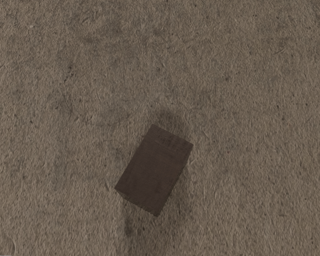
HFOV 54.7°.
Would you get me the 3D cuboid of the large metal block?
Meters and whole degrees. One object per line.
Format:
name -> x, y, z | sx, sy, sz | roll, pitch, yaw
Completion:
large metal block -> -0.005, 0.053, 0.360 | 0.050, 0.080, 0.080 | 27, 72, 9
